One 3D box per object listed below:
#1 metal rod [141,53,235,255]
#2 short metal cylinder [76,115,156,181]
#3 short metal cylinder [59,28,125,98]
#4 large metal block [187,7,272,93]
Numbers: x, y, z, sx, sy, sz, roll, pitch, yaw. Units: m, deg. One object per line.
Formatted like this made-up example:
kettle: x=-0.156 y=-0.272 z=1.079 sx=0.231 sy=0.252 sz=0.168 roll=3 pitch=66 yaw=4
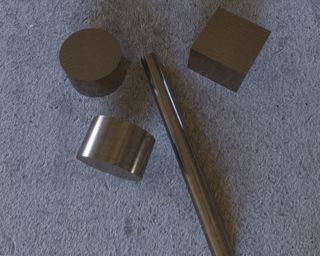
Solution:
metal rod: x=0.032 y=0.033 z=0.396 sx=0.025 sy=0.025 sz=0.299 roll=-18 pitch=71 yaw=-7
short metal cylinder: x=-0.051 y=0.026 z=0.369 sx=0.080 sy=0.080 sz=0.050 roll=18 pitch=71 yaw=6
short metal cylinder: x=-0.091 y=-0.089 z=0.426 sx=0.081 sy=0.050 sz=0.080 roll=0 pitch=70 yaw=0
large metal block: x=0.095 y=-0.109 z=0.436 sx=0.080 sy=0.050 sz=0.080 roll=30 pitch=73 yaw=10
